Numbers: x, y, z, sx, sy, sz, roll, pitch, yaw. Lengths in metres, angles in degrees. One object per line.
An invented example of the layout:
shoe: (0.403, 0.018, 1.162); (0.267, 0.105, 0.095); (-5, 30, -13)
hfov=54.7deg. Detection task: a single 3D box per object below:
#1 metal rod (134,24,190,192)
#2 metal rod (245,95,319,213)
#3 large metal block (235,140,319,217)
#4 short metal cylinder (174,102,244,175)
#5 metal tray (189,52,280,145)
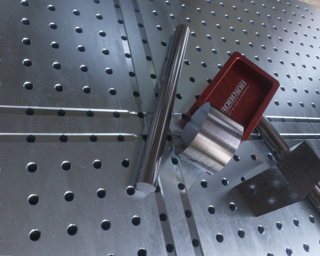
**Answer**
metal rod: (0.011, -0.050, 0.445); (0.025, 0.025, 0.300); (24, 53, -14)
metal rod: (0.204, 0.049, 0.490); (0.025, 0.025, 0.299); (-26, 76, -37)
large metal block: (0.164, 0.069, 0.422); (0.081, 0.080, 0.050); (-26, 76, -37)
short metal cylinder: (0.062, 0.013, 0.400); (0.050, 0.080, 0.080); (32, 52, -9)
metal tray: (0.117, -0.047, 0.475); (0.090, 0.030, 0.130); (37, 63, 2)
